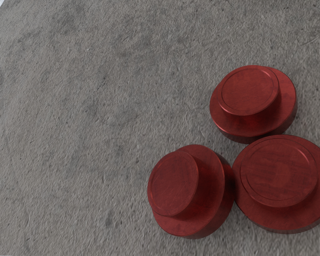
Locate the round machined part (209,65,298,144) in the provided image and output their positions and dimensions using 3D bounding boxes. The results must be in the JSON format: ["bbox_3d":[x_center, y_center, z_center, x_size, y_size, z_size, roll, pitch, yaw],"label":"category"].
[{"bbox_3d":[0.104,-0.034,0.359,0.098,0.042,0.098,-13,56,21],"label":"round machined part"}]

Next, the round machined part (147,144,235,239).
[{"bbox_3d":[0.025,0.062,0.324,0.098,0.042,0.098,-26,50,35],"label":"round machined part"}]

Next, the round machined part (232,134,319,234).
[{"bbox_3d":[0.116,0.049,0.302,0.098,0.042,0.098,-13,56,21],"label":"round machined part"}]
